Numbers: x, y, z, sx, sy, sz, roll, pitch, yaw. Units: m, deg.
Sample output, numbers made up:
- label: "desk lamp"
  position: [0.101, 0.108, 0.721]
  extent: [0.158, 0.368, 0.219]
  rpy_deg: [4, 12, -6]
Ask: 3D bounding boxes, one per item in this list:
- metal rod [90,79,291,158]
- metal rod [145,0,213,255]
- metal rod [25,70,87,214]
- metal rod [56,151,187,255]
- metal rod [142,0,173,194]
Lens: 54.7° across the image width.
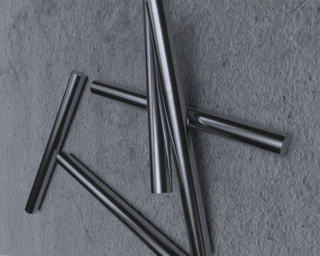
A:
- label: "metal rod"
  position: [0.012, -0.023, 0.395]
  extent: [0.300, 0.025, 0.025]
  rpy_deg: [20, 103, 38]
- label: "metal rod"
  position: [0.023, 0.005, 0.355]
  extent: [0.025, 0.025, 0.298]
  rpy_deg: [-7, 95, 40]
- label: "metal rod"
  position: [-0.195, 0.036, 0.566]
  extent: [0.025, 0.025, 0.298]
  rpy_deg: [39, 114, 33]
- label: "metal rod"
  position: [-0.068, 0.114, 0.460]
  extent: [0.300, 0.025, 0.025]
  rpy_deg: [30, 109, 35]
- label: "metal rod"
  position: [-0.006, -0.072, 0.384]
  extent: [0.025, 0.025, 0.299]
  rpy_deg: [-14, 73, 39]
